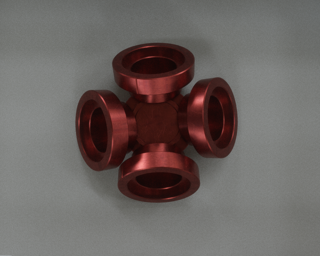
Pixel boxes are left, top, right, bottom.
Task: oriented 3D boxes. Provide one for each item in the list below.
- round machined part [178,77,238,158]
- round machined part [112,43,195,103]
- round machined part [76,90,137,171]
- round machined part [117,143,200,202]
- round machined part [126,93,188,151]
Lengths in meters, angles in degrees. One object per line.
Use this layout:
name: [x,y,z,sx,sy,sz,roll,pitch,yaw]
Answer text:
round machined part: [0.058,-0.012,0.384,0.042,0.099,0.097,-3,90,36]
round machined part: [-0.007,-0.066,0.382,0.099,0.098,0.042,-4,128,-1]
round machined part: [-0.064,0.002,0.382,0.042,0.098,0.097,-7,90,-38]
round machined part: [-0.002,0.054,0.382,0.099,0.097,0.042,-1,54,-1]
round machined part: [-0.003,-0.006,0.401,0.099,0.042,0.097,0,90,-1]
